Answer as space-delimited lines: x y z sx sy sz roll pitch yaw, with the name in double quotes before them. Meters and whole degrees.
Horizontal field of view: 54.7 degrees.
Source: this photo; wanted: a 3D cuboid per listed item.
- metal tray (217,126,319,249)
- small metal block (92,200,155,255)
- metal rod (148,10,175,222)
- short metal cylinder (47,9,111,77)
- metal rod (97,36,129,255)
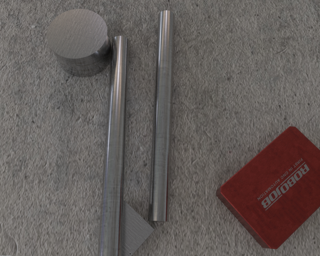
"metal tray" 0.147 0.071 0.381 0.130 0.030 0.090 -38 75 -13
"small metal block" -0.042 0.121 0.363 0.050 0.025 0.050 41 75 13
"metal rod" 0.004 -0.030 0.418 0.025 0.025 0.299 2 70 1
"short metal cylinder" -0.111 -0.119 0.437 0.081 0.050 0.080 0 70 0
"metal rod" -0.055 0.008 0.388 0.025 0.025 0.299 -1 64 0
